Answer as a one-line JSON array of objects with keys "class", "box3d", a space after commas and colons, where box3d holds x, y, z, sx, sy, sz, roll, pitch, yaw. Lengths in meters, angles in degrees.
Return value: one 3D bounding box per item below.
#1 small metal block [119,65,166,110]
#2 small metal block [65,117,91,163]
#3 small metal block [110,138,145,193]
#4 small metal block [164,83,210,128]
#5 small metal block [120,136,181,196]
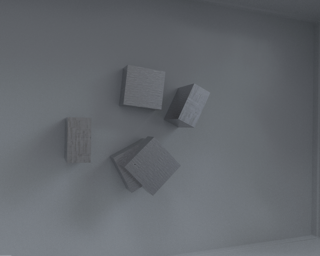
[{"class": "small metal block", "box3d": [-0.023, -0.051, 0.403, 0.050, 0.025, 0.050, 7, 88, -20]}, {"class": "small metal block", "box3d": [-0.097, 0.013, 0.362, 0.025, 0.050, 0.050, 1, 90, -20]}, {"class": "small metal block", "box3d": [-0.029, 0.047, 0.401, 0.050, 0.025, 0.050, -29, 100, -18]}, {"class": "small metal block", "box3d": [0.035, -0.028, 0.411, 0.025, 0.050, 0.050, 28, 81, -18]}, {"class": "small metal block", "box3d": [-0.012, 0.046, 0.381, 0.050, 0.025, 0.050, -46, 105, -14]}]
